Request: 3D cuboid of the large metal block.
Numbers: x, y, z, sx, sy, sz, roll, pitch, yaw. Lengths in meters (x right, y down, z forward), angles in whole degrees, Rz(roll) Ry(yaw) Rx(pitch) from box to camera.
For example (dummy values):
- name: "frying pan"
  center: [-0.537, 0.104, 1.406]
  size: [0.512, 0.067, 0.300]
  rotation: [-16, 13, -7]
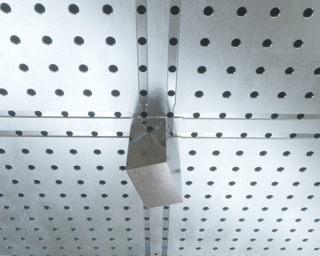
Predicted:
- name: "large metal block"
  center: [-0.005, 0.048, 0.416]
  size: [0.050, 0.080, 0.080]
  rotation: [-13, 129, 10]
